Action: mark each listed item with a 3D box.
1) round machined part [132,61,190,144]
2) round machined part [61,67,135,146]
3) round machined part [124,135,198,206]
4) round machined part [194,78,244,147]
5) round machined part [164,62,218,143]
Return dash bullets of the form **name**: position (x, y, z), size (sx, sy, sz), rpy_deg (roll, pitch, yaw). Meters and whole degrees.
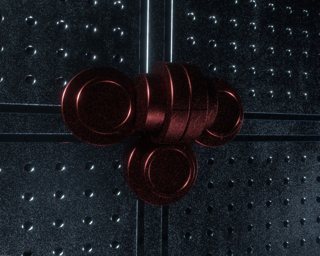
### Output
- **round machined part**: position (-0.005, -0.030, 0.366), size (0.042, 0.098, 0.097), rpy_deg (1, 90, -20)
- **round machined part**: position (-0.069, -0.027, 0.379), size (0.099, 0.042, 0.097), rpy_deg (0, 90, -21)
- **round machined part**: position (0.006, 0.054, 0.407), size (0.099, 0.042, 0.097), rpy_deg (0, 90, -21)
- **round machined part**: position (0.076, -0.022, 0.432), size (0.099, 0.042, 0.097), rpy_deg (0, 90, -21)
- **round machined part**: position (0.036, -0.031, 0.382), size (0.042, 0.098, 0.097), rpy_deg (-1, 91, -20)
